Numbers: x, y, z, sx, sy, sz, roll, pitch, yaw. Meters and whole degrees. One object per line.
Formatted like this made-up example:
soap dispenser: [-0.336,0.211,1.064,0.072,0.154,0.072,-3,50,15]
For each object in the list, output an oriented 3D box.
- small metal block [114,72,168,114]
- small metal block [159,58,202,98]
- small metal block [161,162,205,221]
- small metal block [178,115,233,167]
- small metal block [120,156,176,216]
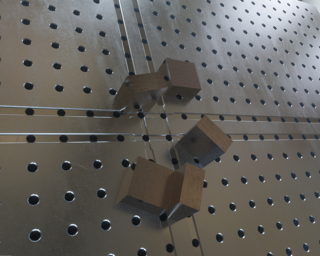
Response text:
small metal block: [-0.025,-0.046,0.408,0.050,0.050,0.025,-15,70,-34]
small metal block: [0.030,-0.076,0.472,0.050,0.025,0.050,4,60,-27]
small metal block: [0.026,0.075,0.362,0.025,0.050,0.050,25,53,-14]
small metal block: [0.060,0.018,0.415,0.050,0.050,0.025,44,51,2]
small metal block: [-0.013,0.068,0.361,0.050,0.025,0.050,24,53,-14]
